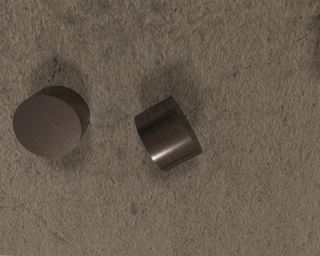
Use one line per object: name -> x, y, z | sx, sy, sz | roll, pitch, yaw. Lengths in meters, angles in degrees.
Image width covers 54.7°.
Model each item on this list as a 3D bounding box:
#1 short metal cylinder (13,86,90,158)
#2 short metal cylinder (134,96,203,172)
short metal cylinder -> -0.134, -0.009, 0.391 | 0.081, 0.050, 0.079 | 0, 110, -1
short metal cylinder -> 0.011, 0.007, 0.383 | 0.050, 0.080, 0.080 | -29, 108, 10
